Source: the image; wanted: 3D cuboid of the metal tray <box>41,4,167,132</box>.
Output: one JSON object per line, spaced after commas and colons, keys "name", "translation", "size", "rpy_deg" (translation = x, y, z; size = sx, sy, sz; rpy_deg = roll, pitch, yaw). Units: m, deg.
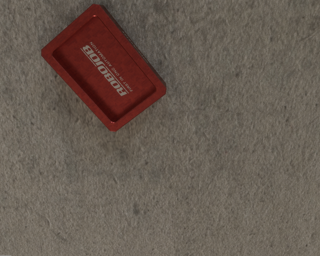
{"name": "metal tray", "translation": [-0.065, -0.071, 0.380], "size": [0.090, 0.030, 0.130], "rpy_deg": [-37, 106, 12]}
